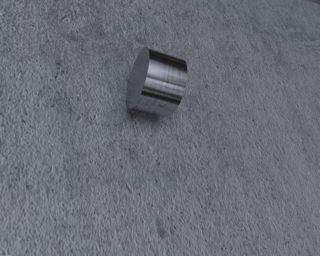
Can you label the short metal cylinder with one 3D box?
[{"bbox_3d":[-0.006,-0.058,0.400,0.050,0.080,0.080,13,56,-21],"label":"short metal cylinder"}]
